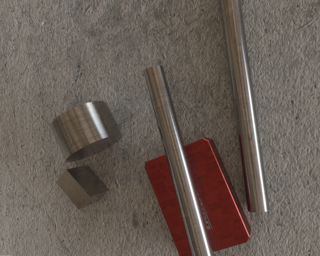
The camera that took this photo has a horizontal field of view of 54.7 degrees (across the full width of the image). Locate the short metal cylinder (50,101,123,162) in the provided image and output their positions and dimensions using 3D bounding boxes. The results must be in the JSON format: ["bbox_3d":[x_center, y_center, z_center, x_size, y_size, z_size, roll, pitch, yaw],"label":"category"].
[{"bbox_3d":[-0.097,0.005,0.414,0.080,0.080,0.050,-30,80,17],"label":"short metal cylinder"}]

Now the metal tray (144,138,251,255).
[{"bbox_3d":[0.046,0.087,0.390,0.090,0.030,0.129,-25,82,18],"label":"metal tray"}]

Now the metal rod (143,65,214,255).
[{"bbox_3d":[0.030,0.072,0.365,0.025,0.025,0.298,-17,85,19],"label":"metal rod"}]

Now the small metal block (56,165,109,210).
[{"bbox_3d":[-0.107,0.081,0.433,0.050,0.050,0.025,45,104,14],"label":"small metal block"}]

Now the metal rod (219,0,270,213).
[{"bbox_3d":[0.099,-0.051,0.374,0.025,0.025,0.298,-8,87,20],"label":"metal rod"}]
